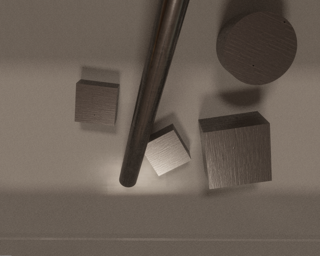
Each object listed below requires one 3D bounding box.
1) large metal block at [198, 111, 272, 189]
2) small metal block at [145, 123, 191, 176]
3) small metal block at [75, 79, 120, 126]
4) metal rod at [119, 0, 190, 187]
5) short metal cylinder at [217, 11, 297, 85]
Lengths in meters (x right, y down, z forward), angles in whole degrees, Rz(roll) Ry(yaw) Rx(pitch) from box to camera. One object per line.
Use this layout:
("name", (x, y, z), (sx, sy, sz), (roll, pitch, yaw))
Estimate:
("large metal block", (0.098, 0.028, 0.410), (0.080, 0.050, 0.079), (-8, 110, 2))
("small metal block", (0.008, 0.030, 0.422), (0.050, 0.025, 0.050), (-28, 108, 9))
("small metal block", (-0.080, -0.033, 0.398), (0.050, 0.025, 0.050), (7, 110, -3))
("metal rod", (-0.013, -0.028, 0.336), (0.025, 0.025, 0.298), (13, 134, -5))
("short metal cylinder", (0.111, -0.095, 0.365), (0.081, 0.050, 0.079), (0, 110, -1))
